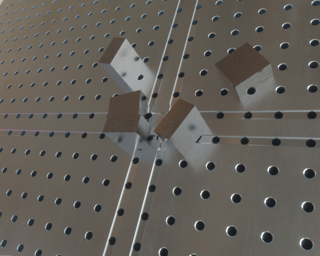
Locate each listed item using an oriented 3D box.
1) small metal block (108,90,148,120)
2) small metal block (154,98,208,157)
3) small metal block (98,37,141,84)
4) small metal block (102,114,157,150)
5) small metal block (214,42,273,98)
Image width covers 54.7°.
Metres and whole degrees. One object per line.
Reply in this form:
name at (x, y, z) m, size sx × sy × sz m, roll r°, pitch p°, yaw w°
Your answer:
small metal block at (-0.046, -0.022, 0.444) m, size 0.050 × 0.025 × 0.050 m, roll -11°, pitch 57°, yaw 21°
small metal block at (0.027, 0.000, 0.377) m, size 0.025 × 0.050 × 0.050 m, roll 30°, pitch 78°, yaw 37°
small metal block at (-0.062, -0.106, 0.488) m, size 0.025 × 0.050 × 0.050 m, roll 15°, pitch 69°, yaw 34°
small metal block at (-0.038, 0.006, 0.407) m, size 0.050 × 0.050 × 0.025 m, roll -1°, pitch 62°, yaw 27°
small metal block at (0.107, -0.075, 0.397) m, size 0.050 × 0.025 × 0.050 m, roll -34°, pitch 52°, yaw 5°
